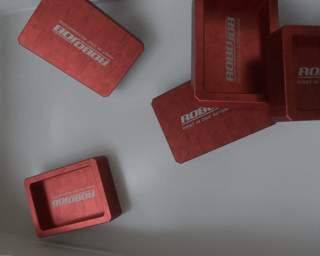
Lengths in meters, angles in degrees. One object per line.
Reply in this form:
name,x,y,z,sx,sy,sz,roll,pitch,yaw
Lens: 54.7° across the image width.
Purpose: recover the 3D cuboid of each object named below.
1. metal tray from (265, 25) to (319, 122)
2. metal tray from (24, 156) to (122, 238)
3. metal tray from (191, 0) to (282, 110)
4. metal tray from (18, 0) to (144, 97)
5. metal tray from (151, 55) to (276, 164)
metal tray,0.175,-0.053,0.312,0.131,0.030,0.089,-2,89,-12
metal tray,-0.129,0.101,0.451,0.130,0.030,0.090,-18,84,18
metal tray,0.081,-0.088,0.340,0.091,0.030,0.129,2,81,-2
metal tray,-0.098,-0.111,0.399,0.130,0.030,0.090,33,106,-25
metal tray,0.065,-0.021,0.385,0.130,0.030,0.090,-25,82,17
